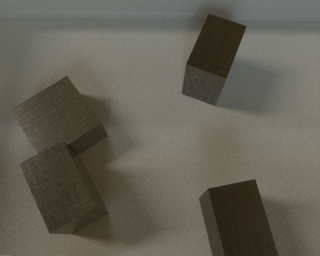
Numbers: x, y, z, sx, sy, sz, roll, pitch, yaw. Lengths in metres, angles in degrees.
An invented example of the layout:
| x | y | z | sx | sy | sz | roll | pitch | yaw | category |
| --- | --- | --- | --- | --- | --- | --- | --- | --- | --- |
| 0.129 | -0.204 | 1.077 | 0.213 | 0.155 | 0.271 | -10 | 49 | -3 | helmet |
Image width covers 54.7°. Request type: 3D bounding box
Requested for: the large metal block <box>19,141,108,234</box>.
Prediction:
| x | y | z | sx | sy | sz | roll | pitch | yaw | category |
| --- | --- | --- | --- | --- | --- | --- | --- | --- | --- |
| -0.105 | 0.071 | 0.353 | 0.050 | 0.080 | 0.080 | -29 | 73 | -10 | large metal block |

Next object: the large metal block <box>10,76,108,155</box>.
| x | y | z | sx | sy | sz | roll | pitch | yaw | category |
| --- | --- | --- | --- | --- | --- | --- | --- | --- | --- |
| -0.126 | -0.006 | 0.397 | 0.080 | 0.050 | 0.080 | -35 | 74 | -12 | large metal block |

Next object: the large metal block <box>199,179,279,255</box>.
| x | y | z | sx | sy | sz | roll | pitch | yaw | category |
| --- | --- | --- | --- | --- | --- | --- | --- | --- | --- |
| 0.081 | 0.107 | 0.342 | 0.050 | 0.080 | 0.080 | -11 | 71 | -4 | large metal block |

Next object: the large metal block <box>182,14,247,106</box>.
| x | y | z | sx | sy | sz | roll | pitch | yaw | category |
| --- | --- | --- | --- | --- | --- | --- | --- | --- | --- |
| 0.069 | -0.088 | 0.413 | 0.050 | 0.080 | 0.080 | 21 | 72 | 7 | large metal block |
